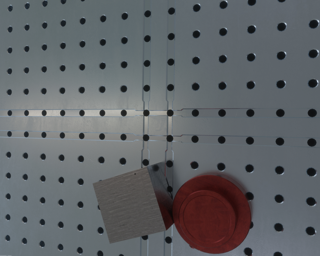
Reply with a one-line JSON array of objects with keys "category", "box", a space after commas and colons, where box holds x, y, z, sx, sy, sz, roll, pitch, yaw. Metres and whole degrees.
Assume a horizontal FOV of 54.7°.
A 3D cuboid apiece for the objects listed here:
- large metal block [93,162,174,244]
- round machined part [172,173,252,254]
[{"category": "large metal block", "box": [-0.032, 0.097, 0.410, 0.080, 0.050, 0.080, -20, 84, 19]}, {"category": "round machined part", "box": [0.061, 0.107, 0.382, 0.098, 0.042, 0.097, 0, 90, 20]}]
